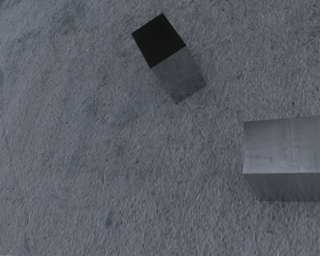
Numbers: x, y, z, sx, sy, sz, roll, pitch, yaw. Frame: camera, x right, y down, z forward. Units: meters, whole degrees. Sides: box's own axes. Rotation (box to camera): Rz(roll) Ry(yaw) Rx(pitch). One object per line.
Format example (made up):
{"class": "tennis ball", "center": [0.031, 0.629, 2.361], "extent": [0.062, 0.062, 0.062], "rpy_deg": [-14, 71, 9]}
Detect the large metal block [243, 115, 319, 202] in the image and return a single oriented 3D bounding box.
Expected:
{"class": "large metal block", "center": [0.125, 0.032, 0.283], "extent": [0.080, 0.080, 0.050], "rpy_deg": [-5, 60, 26]}

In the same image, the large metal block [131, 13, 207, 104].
{"class": "large metal block", "center": [0.013, -0.093, 0.419], "extent": [0.050, 0.080, 0.080], "rpy_deg": [-32, 52, 8]}
